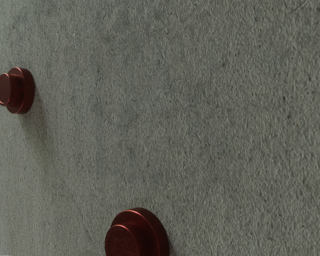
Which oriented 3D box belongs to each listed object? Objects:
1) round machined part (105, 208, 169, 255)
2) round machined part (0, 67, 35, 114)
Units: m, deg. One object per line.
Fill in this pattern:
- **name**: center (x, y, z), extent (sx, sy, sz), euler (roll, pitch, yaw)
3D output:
- **round machined part**: center (-0.038, 0.163, 0.426), extent (0.098, 0.042, 0.097), euler (0, 90, 40)
- **round machined part**: center (-0.306, -0.079, 0.648), extent (0.098, 0.042, 0.097), euler (0, 90, 40)
